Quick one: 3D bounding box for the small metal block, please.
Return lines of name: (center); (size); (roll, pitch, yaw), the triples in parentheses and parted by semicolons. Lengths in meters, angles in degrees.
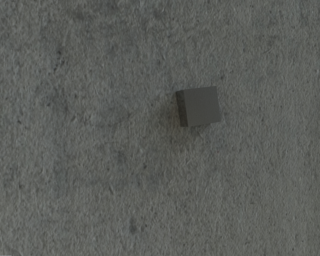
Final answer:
small metal block: (0.053, -0.030, 0.430); (0.050, 0.025, 0.050); (-9, 93, -20)
